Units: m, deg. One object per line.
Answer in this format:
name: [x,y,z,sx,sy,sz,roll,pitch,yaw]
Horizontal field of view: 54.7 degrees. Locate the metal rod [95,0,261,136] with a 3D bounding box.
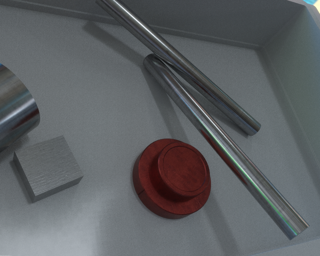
metal rod: [0.035,-0.088,0.453,0.301,0.025,0.025,39,50,-13]

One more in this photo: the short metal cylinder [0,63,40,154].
short metal cylinder: [-0.163,-0.018,0.294,0.080,0.080,0.050,42,51,0]

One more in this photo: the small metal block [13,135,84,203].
small metal block: [-0.115,0.041,0.319,0.050,0.025,0.050,-21,73,-36]

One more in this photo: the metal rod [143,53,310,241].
metal rod: [0.063,0.003,0.387,0.025,0.025,0.300,-14,53,-34]

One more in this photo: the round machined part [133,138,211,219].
round machined part: [0.020,0.056,0.373,0.099,0.042,0.098,14,56,-21]
